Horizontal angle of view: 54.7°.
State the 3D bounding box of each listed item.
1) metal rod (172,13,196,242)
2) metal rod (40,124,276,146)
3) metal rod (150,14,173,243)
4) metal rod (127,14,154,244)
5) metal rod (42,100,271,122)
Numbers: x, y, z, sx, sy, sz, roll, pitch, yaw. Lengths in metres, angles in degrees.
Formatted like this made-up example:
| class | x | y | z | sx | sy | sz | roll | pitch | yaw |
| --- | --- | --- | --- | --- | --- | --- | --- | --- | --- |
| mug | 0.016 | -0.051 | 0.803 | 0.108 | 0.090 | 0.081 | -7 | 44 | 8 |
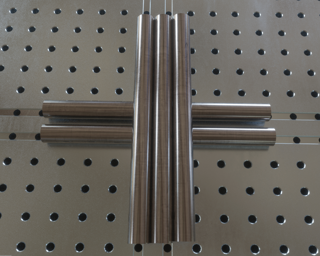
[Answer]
| class | x | y | z | sx | sy | sz | roll | pitch | yaw |
| --- | --- | --- | --- | --- | --- | --- | --- | --- | --- |
| metal rod | 0.028 | -0.016 | 0.392 | 0.025 | 0.025 | 0.299 | 1 | 70 | 0 |
| metal rod | -0.002 | 0.009 | 0.408 | 0.302 | 0.025 | 0.025 | 1 | 70 | 0 |
| metal rod | 0.003 | -0.014 | 0.391 | 0.025 | 0.025 | 0.299 | 1 | 70 | 0 |
| metal rod | -0.022 | -0.014 | 0.390 | 0.025 | 0.025 | 0.299 | 1 | 70 | 0 |
| metal rod | -0.004 | -0.023 | 0.420 | 0.302 | 0.025 | 0.025 | 1 | 70 | 0 |
